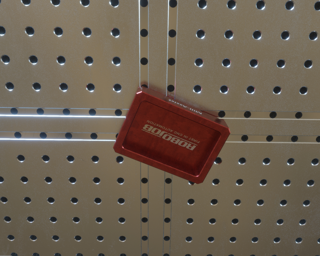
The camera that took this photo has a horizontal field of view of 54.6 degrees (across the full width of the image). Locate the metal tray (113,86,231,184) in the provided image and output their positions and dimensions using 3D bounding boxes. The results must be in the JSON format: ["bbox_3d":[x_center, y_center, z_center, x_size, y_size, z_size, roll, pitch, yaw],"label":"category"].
[{"bbox_3d":[0.015,0.011,0.414,0.131,0.030,0.089,22,108,-8],"label":"metal tray"}]
